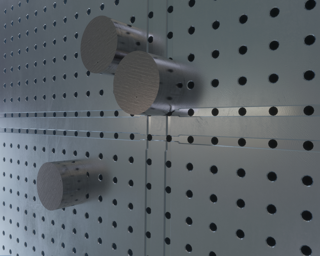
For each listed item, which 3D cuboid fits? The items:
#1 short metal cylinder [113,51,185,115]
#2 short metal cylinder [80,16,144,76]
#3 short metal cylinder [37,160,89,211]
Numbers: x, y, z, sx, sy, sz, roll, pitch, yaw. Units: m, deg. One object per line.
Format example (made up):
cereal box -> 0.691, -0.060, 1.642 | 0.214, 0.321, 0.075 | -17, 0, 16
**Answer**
short metal cylinder -> -0.015, -0.056, 0.406 | 0.080, 0.050, 0.079 | 0, 90, 40
short metal cylinder -> -0.071, -0.116, 0.451 | 0.080, 0.050, 0.079 | 0, 90, 40
short metal cylinder -> -0.167, 0.096, 0.531 | 0.080, 0.050, 0.079 | 0, 90, 40
